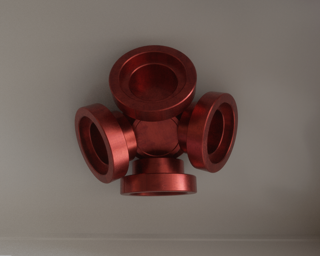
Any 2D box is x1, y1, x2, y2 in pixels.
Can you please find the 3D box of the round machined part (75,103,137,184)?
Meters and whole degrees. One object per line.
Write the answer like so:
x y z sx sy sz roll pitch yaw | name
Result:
-0.065 0.016 0.386 0.042 0.098 0.097 -21 114 -33 | round machined part

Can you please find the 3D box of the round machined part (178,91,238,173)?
0.057 0.003 0.383 0.042 0.099 0.097 12 115 34 | round machined part

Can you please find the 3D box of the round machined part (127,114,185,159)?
-0.004 0.002 0.401 0.099 0.042 0.097 0 110 -1 | round machined part

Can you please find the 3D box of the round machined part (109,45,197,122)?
-0.007 -0.047 0.363 0.099 0.098 0.042 -3 148 1 | round machined part

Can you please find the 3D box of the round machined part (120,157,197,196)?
-0.002 0.065 0.404 0.099 0.098 0.042 -1 74 0 | round machined part
